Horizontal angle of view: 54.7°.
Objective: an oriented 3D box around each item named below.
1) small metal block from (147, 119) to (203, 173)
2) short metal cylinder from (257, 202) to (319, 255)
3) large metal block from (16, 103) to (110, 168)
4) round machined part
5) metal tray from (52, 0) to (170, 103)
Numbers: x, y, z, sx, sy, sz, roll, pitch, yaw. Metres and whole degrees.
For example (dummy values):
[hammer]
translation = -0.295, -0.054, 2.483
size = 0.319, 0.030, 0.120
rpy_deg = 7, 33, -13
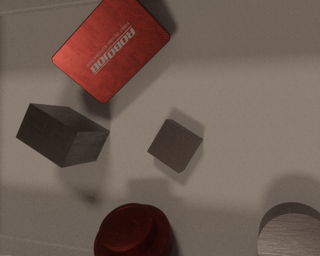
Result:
[small metal block]
translation = 0.020, 0.023, 0.403
size = 0.050, 0.025, 0.050
rpy_deg = 33, 100, 16
[short metal cylinder]
translation = 0.151, 0.128, 0.344
size = 0.080, 0.050, 0.079
rpy_deg = 0, 90, 19
[large metal block]
translation = -0.130, 0.008, 0.426
size = 0.080, 0.080, 0.050
rpy_deg = 29, 100, 17
[round machined part]
translation = -0.036, 0.132, 0.381
size = 0.098, 0.098, 0.042
rpy_deg = -6, 126, 19
[metal tray]
translation = -0.063, -0.106, 0.403
size = 0.130, 0.030, 0.090
rpy_deg = -42, 113, 15
